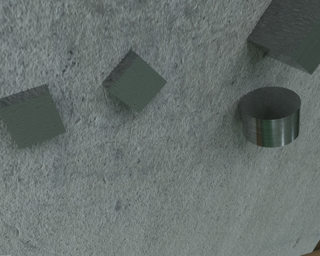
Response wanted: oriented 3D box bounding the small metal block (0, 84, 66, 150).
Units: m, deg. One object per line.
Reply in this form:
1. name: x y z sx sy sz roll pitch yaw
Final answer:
1. small metal block: -0.134 -0.012 0.326 0.050 0.025 0.050 -22 127 -15

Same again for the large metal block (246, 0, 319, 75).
1. large metal block: 0.172 -0.124 0.388 0.050 0.080 0.080 22 106 -36

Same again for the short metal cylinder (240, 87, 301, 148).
1. short metal cylinder: 0.159 -0.017 0.448 0.080 0.080 0.050 -26 128 -12

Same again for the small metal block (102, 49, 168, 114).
1. small metal block: -0.029 -0.053 0.359 0.050 0.025 0.050 -48 129 5
